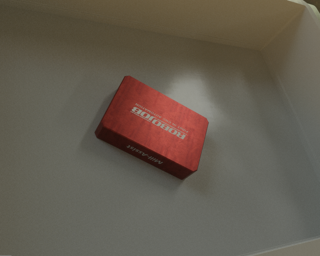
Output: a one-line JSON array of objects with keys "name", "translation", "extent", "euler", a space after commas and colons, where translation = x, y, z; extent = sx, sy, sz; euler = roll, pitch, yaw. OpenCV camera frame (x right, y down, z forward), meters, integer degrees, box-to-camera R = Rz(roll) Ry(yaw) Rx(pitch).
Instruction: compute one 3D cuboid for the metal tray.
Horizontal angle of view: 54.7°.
[{"name": "metal tray", "translation": [-0.006, -0.001, 0.401], "extent": [0.131, 0.030, 0.090], "euler": [28, 52, -11]}]
